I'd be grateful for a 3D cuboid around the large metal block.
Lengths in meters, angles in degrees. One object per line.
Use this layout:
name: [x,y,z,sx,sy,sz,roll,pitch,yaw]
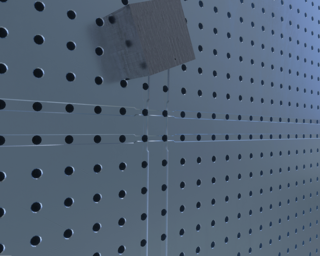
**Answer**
large metal block: [-0.010,-0.112,0.386,0.081,0.050,0.080,-28,108,-37]
